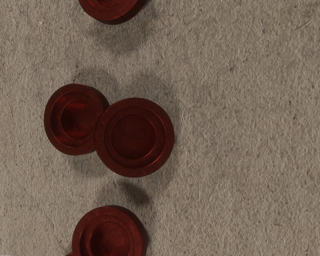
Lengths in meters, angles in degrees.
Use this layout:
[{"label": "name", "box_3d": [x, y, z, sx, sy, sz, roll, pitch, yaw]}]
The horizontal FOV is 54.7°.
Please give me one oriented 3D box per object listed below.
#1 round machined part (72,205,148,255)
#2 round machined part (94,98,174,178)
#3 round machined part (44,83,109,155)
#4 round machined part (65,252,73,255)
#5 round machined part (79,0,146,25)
[{"label": "round machined part", "box_3d": [-0.063, 0.153, 0.416, 0.098, 0.042, 0.097, -2, 81, 15]}, {"label": "round machined part", "box_3d": [-0.035, 0.011, 0.395, 0.099, 0.042, 0.097, -1, 92, -17]}, {"label": "round machined part", "box_3d": [-0.110, -0.012, 0.437, 0.098, 0.042, 0.097, 0, 90, 20]}, {"label": "round machined part", "box_3d": [-0.112, 0.225, 0.438, 0.098, 0.042, 0.097, 0, 90, 19]}, {"label": "round machined part", "box_3d": [-0.059, -0.188, 0.420, 0.098, 0.042, 0.097, 0, 90, 19]}]
